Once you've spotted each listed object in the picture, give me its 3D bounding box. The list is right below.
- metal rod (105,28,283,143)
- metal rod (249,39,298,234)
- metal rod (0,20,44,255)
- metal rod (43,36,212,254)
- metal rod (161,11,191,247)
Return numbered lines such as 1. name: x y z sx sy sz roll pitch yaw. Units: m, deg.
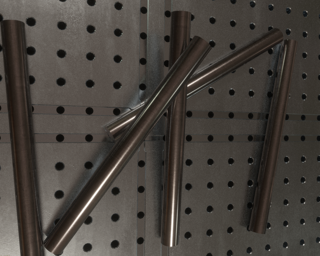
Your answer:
1. metal rod: 0.059 -0.067 0.435 0.302 0.025 0.025 -32 101 -18
2. metal rod: 0.176 0.011 0.479 0.025 0.025 0.298 13 86 -20
3. metal rod: -0.156 0.030 0.355 0.025 0.025 0.298 -5 92 -20
4. metal rod: -0.038 0.020 0.365 0.025 0.025 0.299 36 91 -17
5. metal rod: 0.020 0.007 0.399 0.025 0.025 0.298 0 98 -20
